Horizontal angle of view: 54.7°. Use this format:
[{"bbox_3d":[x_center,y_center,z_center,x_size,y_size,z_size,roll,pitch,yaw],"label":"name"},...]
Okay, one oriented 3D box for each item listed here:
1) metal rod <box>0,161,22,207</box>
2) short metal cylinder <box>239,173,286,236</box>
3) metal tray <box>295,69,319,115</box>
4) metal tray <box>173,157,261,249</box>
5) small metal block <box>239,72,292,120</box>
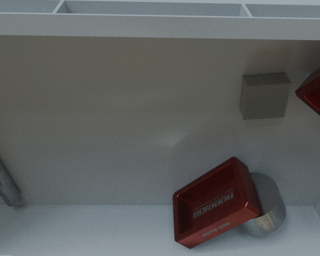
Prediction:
[{"bbox_3d":[-0.251,0.005,0.409,0.025,0.025,0.298,-4,130,3],"label":"metal rod"},{"bbox_3d":[0.146,0.116,0.474,0.080,0.080,0.050,-21,127,16],"label":"short metal cylinder"},{"bbox_3d":[0.218,-0.016,0.321,0.130,0.090,0.030,42,82,6],"label":"metal tray"},{"bbox_3d":[0.077,0.112,0.462,0.030,0.090,0.130,37,121,-27],"label":"metal tray"},{"bbox_3d":[0.127,-0.038,0.378,0.050,0.025,0.050,-4,130,3],"label":"small metal block"}]
